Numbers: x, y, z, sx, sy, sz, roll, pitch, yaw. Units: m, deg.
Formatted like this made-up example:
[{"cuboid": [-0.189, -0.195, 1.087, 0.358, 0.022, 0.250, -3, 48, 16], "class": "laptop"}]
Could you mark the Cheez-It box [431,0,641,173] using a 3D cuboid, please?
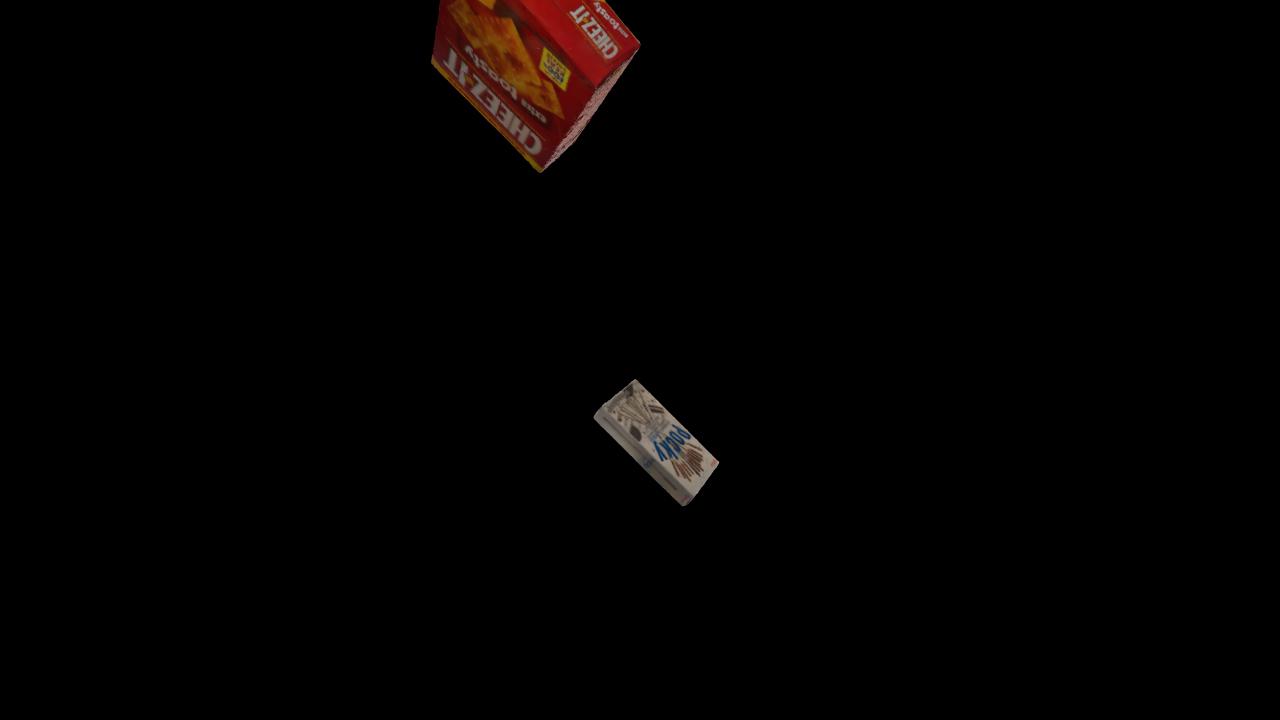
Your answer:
[{"cuboid": [-0.112, -0.296, 0.595, 0.166, 0.071, 0.223, 45, -17, -14], "class": "Cheez-It box"}]

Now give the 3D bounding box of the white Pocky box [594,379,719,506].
[{"cuboid": [0.022, 0.100, 0.760, 0.028, 0.154, 0.084, -50, -7, 37], "class": "white Pocky box"}]
